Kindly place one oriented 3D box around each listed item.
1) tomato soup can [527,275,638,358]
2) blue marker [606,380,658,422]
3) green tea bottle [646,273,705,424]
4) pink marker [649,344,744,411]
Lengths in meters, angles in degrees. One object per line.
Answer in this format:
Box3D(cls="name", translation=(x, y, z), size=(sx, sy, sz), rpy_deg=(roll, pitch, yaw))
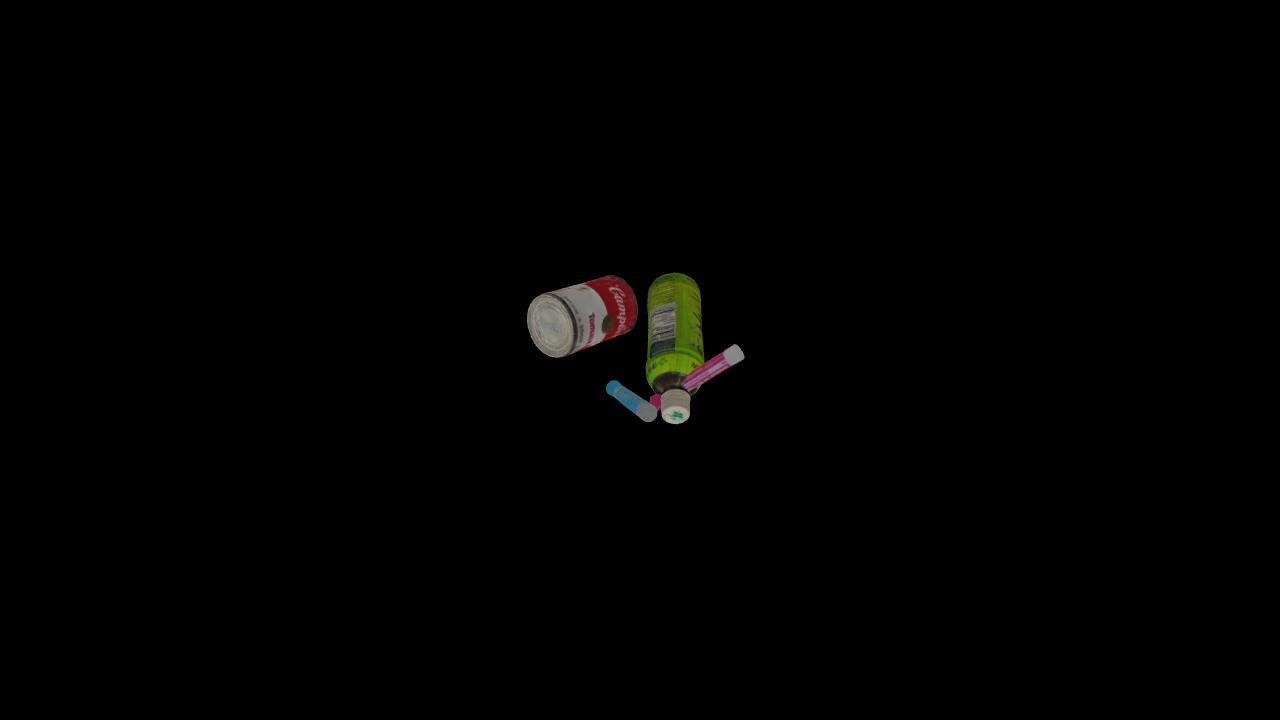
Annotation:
Box3D(cls="tomato soup can", translation=(-0.059, -0.047, 0.640), size=(0.068, 0.068, 0.101), rpy_deg=(0, 16, 39))
Box3D(cls="blue marker", translation=(-0.012, 0.043, 0.677), size=(0.020, 0.020, 0.121), rpy_deg=(0, 11, -21))
Box3D(cls="green tea bottle", translation=(0.040, -0.015, 0.726), size=(0.073, 0.073, 0.212), rpy_deg=(3, 45, 3))
Box3D(cls="pink marker", translation=(0.059, 0.021, 0.669), size=(0.121, 0.020, 0.020), rpy_deg=(-34, -15, 23))
